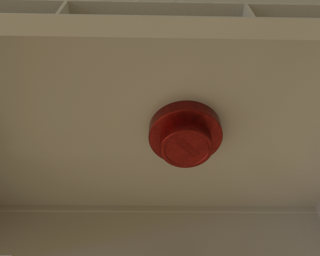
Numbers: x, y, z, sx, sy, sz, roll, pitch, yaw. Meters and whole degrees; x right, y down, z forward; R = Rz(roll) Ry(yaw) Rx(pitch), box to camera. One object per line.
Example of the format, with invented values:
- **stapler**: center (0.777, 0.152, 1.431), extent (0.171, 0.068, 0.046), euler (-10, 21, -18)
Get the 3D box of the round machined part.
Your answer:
- **round machined part**: center (0.034, 0.015, 0.411), extent (0.099, 0.042, 0.097), euler (0, 130, 0)
